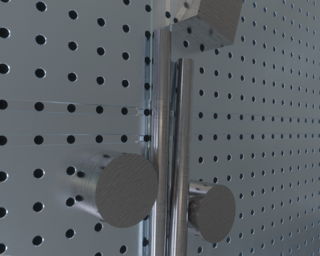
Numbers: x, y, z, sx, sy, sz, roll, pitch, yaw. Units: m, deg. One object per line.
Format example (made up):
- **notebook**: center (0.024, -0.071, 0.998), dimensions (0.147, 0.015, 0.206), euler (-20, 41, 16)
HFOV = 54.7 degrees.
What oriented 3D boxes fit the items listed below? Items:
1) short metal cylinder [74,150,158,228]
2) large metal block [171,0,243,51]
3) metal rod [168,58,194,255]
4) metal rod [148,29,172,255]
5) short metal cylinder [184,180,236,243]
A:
- **short metal cylinder**: center (-0.049, 0.067, 0.352), dimensions (0.081, 0.050, 0.079), euler (0, 90, -40)
- **large metal block**: center (0.071, -0.172, 0.452), dimensions (0.080, 0.050, 0.080), euler (24, 75, -38)
- **metal rod**: center (0.028, 0.053, 0.419), dimensions (0.025, 0.025, 0.298), euler (9, 80, -40)
- **metal rod**: center (0.000, 0.022, 0.408), dimensions (0.025, 0.025, 0.298), euler (2, 89, -40)
- **short metal cylinder**: center (0.064, 0.118, 0.447), dimensions (0.081, 0.050, 0.079), euler (0, 90, -40)
